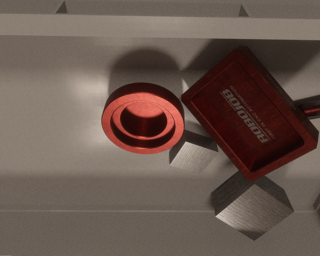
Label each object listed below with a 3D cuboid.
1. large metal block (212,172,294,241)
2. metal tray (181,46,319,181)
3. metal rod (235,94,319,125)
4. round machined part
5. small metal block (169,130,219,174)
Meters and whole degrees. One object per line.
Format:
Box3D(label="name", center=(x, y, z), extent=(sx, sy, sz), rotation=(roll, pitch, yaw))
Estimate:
Box3D(label="large metal block", center=(0.141, 0.115, 0.478), extent=(0.080, 0.050, 0.080), rotation=(35, 115, -15))
Box3D(label="metal tray", center=(0.098, -0.014, 0.347), extent=(0.130, 0.030, 0.090), rotation=(50, 125, 1))
Box3D(label="metal rod", center=(0.204, -0.031, 0.297), extent=(0.025, 0.025, 0.299), rotation=(39, 148, -29))
Box3D(label="round machined part", center=(-0.019, -0.016, 0.382), extent=(0.099, 0.042, 0.097), rotation=(2, 132, 2))
Box3D(label="small metal block", center=(0.047, 0.035, 0.440), extent=(0.050, 0.025, 0.050), rotation=(19, 128, -16))
